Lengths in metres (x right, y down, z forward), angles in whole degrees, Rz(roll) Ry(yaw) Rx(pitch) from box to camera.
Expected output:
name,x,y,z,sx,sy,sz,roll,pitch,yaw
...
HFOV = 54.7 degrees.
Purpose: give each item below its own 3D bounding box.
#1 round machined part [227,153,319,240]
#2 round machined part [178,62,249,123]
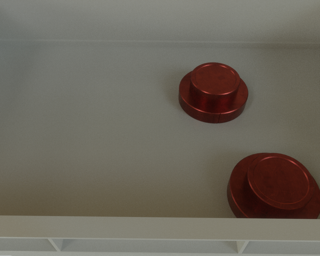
name,x,y,z,sx,sy,sz,roll,pitch,yaw
round machined part,0.126,0.066,0.339,0.099,0.042,0.098,0,50,0
round machined part,0.077,-0.056,0.442,0.099,0.042,0.098,0,50,0
